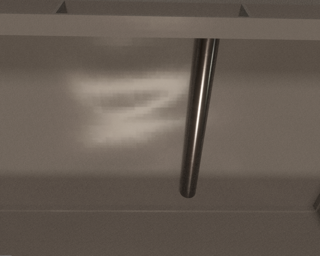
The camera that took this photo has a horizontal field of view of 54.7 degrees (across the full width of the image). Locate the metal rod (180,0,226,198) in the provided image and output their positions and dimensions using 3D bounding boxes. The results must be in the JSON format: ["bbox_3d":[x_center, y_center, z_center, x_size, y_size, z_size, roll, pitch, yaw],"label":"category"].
[{"bbox_3d":[0.048,-0.011,0.400,0.025,0.025,0.298,1,130,-1],"label":"metal rod"}]
